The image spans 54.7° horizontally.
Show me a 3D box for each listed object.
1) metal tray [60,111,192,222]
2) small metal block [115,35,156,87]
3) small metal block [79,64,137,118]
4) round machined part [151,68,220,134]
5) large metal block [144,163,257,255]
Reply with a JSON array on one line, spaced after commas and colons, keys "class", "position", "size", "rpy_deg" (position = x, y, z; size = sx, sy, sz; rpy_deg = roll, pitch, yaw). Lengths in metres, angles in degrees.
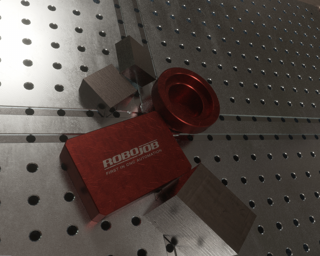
[{"class": "metal tray", "position": [-0.036, 0.039, 0.363], "size": [0.131, 0.030, 0.090], "rpy_deg": [-21, 73, -36]}, {"class": "small metal block", "position": [-0.034, -0.092, 0.433], "size": [0.050, 0.025, 0.050], "rpy_deg": [27, 44, -53]}, {"class": "small metal block", "position": [-0.067, -0.049, 0.403], "size": [0.050, 0.025, 0.050], "rpy_deg": [47, 51, 4]}, {"class": "round machined part", "position": [0.032, -0.034, 0.435], "size": [0.099, 0.042, 0.098], "rpy_deg": [16, 53, -22]}, {"class": "large metal block", "position": [0.041, 0.096, 0.338], "size": [0.080, 0.080, 0.050], "rpy_deg": [44, 51, 2]}]
